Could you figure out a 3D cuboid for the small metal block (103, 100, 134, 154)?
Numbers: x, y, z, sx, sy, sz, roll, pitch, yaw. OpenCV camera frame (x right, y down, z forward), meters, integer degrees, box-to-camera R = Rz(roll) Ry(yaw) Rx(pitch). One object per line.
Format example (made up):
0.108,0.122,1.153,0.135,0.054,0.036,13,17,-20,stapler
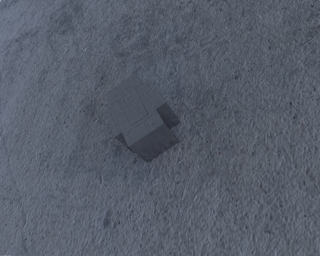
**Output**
-0.045,-0.001,0.411,0.025,0.050,0.050,-35,52,5,small metal block

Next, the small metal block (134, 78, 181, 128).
-0.003,-0.029,0.407,0.025,0.050,0.050,-35,52,5,small metal block

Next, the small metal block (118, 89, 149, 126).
-0.024,-0.015,0.409,0.025,0.050,0.050,-35,52,5,small metal block

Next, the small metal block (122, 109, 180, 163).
-0.010,0.011,0.386,0.050,0.050,0.025,-34,52,6,small metal block

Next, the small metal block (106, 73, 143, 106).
-0.038,-0.041,0.432,0.050,0.050,0.025,-34,52,6,small metal block
